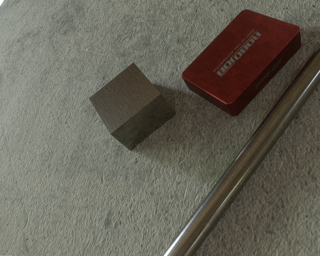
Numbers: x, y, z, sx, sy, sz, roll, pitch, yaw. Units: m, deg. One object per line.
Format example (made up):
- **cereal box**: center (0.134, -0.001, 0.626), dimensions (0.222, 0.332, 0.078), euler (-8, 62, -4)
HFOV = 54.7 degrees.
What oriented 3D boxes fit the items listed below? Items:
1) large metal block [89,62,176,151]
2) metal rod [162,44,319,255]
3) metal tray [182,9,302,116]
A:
- **large metal block**: center (-0.039, -0.030, 0.427), dimensions (0.080, 0.050, 0.080), euler (-39, 51, 2)
- **metal rod**: center (0.106, 0.021, 0.335), dimensions (0.025, 0.025, 0.300), euler (32, 79, 38)
- **metal tray**: center (0.103, -0.088, 0.400), dimensions (0.130, 0.030, 0.090), euler (-47, 51, -5)
